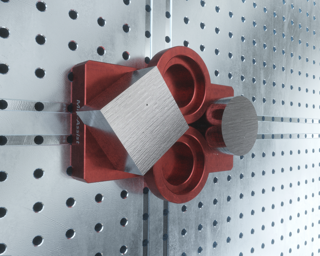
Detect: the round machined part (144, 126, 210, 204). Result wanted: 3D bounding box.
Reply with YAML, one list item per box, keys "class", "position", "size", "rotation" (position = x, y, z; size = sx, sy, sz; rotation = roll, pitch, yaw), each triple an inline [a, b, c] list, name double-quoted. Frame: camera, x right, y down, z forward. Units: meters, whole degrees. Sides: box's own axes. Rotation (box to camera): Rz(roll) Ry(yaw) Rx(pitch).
- class: "round machined part"
  position: [0.017, 0.045, 0.400]
  size: [0.099, 0.042, 0.097]
  rotation: [0, 90, -40]

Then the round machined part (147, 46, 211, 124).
- class: "round machined part"
  position: [0.018, -0.053, 0.401]
  size: [0.099, 0.042, 0.097]
  rotation: [0, 90, -40]

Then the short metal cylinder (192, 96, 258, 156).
- class: "short metal cylinder"
  position: [0.091, -0.003, 0.429]
  size: [0.081, 0.050, 0.079]
  rotation: [0, 90, -40]

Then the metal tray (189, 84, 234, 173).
- class: "metal tray"
  position: [0.070, 0.000, 0.462]
  size: [0.091, 0.030, 0.129]
  rotation: [1, 90, -40]

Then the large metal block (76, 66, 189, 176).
- class: "large metal block"
  position: [-0.026, -0.008, 0.331]
  size: [0.080, 0.050, 0.080]
  rotation: [-44, 117, -31]

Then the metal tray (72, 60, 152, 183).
- class: "metal tray"
  position: [-0.053, -0.007, 0.361]
  size: [0.091, 0.030, 0.129]
  rotation: [1, 90, -41]
